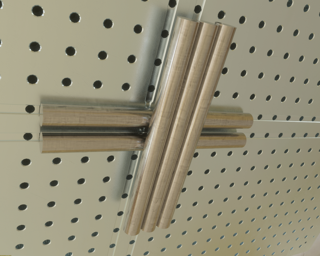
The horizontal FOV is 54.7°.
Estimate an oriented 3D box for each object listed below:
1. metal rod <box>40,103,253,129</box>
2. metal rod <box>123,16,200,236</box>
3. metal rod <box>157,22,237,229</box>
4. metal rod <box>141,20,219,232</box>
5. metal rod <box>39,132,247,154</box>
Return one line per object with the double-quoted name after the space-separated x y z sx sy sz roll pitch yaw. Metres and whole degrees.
0.004 -0.013 0.407 0.303 0.025 0.025 1 118 -29 "metal rod"
-0.006 0.016 0.387 0.025 0.025 0.298 1 118 -29 "metal rod"
0.039 0.014 0.411 0.025 0.025 0.298 1 118 -29 "metal rod"
0.017 0.016 0.400 0.025 0.025 0.298 1 118 -29 "metal rod"
-0.002 0.018 0.423 0.303 0.025 0.025 1 118 -29 "metal rod"
